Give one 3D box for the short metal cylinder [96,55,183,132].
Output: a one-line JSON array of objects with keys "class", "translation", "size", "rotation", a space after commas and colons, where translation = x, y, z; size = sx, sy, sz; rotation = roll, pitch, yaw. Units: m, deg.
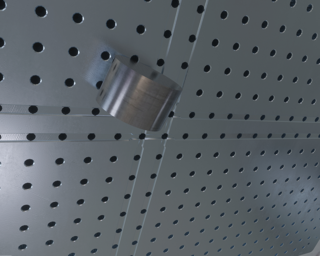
[{"class": "short metal cylinder", "translation": [-0.023, -0.039, 0.339], "size": [0.080, 0.080, 0.050], "rotation": [17, 110, -35]}]
